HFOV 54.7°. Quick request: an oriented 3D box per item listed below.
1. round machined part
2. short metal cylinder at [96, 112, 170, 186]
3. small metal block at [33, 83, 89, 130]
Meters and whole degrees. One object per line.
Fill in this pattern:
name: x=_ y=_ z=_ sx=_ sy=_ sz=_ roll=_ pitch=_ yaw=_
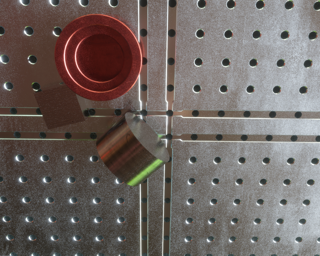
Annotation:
round machined part: x=-0.070 y=-0.084 z=0.371 sx=0.099 sy=0.042 sz=0.097 roll=-1 pitch=108 yaw=-2
short metal cylinder: x=-0.033 y=0.026 z=0.393 sx=0.050 sy=0.080 sz=0.080 roll=-41 pitch=105 yaw=14
small metal block: x=-0.126 y=-0.030 z=0.401 sx=0.050 sy=0.025 sz=0.050 roll=-13 pitch=110 yaw=5
